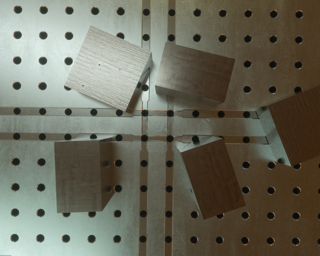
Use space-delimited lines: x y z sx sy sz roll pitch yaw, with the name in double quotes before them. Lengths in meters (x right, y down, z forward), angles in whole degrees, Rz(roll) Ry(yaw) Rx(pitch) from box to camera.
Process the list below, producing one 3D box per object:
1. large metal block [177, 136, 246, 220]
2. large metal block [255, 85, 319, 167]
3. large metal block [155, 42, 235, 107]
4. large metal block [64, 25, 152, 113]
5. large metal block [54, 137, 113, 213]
"large metal block" 0.060 0.057 0.386 0.050 0.080 0.080 -19 90 0
"large metal block" 0.183 -0.005 0.402 0.080 0.050 0.080 -21 90 0
"large metal block" 0.039 -0.063 0.386 0.080 0.080 0.050 14 90 0
"large metal block" -0.063 -0.072 0.400 0.080 0.050 0.080 23 90 0
"large metal block" -0.091 0.054 0.385 0.050 0.080 0.080 -2 90 0
